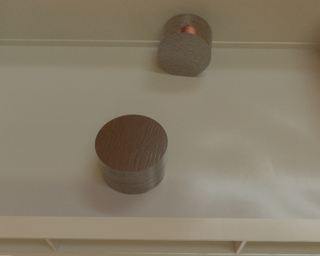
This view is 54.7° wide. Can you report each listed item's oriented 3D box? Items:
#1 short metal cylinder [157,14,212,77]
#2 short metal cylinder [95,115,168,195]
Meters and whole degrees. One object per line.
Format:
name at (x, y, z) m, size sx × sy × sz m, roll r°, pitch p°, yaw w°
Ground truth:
short metal cylinder at (0.039, -0.126, 0.476) m, size 0.080 × 0.080 × 0.050 m, roll 6°, pitch 51°, yaw 5°
short metal cylinder at (-0.032, 0.030, 0.363) m, size 0.081 × 0.050 × 0.080 m, roll 0°, pitch 50°, yaw 0°
